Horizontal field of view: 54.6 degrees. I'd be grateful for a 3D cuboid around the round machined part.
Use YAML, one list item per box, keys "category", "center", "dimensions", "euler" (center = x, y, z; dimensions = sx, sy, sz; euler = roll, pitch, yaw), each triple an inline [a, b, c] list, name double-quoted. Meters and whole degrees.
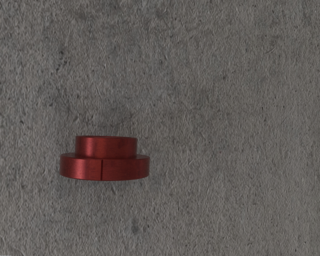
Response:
- category: "round machined part"
  center: [-0.060, 0.030, 0.348]
  dimensions: [0.099, 0.098, 0.042]
  euler: [2, 89, -20]
